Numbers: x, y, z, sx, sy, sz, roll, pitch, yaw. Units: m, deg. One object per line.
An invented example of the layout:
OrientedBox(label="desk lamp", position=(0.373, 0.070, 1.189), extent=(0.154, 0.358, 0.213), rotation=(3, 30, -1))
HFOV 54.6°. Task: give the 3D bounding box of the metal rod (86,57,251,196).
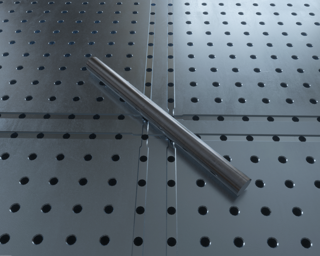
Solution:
OrientedBox(label="metal rod", position=(-0.006, -0.017, 0.423), extent=(0.025, 0.025, 0.300), rotation=(-35, 58, -26))
